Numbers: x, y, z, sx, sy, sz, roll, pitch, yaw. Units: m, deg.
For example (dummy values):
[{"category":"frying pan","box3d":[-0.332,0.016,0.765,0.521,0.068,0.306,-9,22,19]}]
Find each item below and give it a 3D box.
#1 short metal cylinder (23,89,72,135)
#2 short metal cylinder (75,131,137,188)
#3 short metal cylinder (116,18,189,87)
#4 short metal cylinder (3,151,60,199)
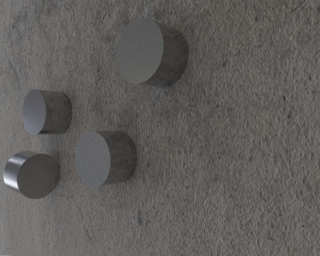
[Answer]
[{"category":"short metal cylinder","box3d":[-0.203,-0.028,0.557,0.080,0.050,0.080,0,90,40]},{"category":"short metal cylinder","box3d":[-0.080,0.044,0.455,0.080,0.050,0.080,0,90,40]},{"category":"short metal cylinder","box3d":[-0.011,-0.094,0.398,0.080,0.050,0.080,0,90,40]},{"category":"short metal cylinder","box3d":[-0.231,0.083,0.560,0.050,0.081,0.079,5,93,40]}]
